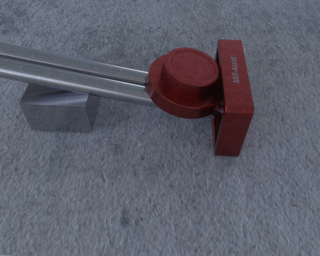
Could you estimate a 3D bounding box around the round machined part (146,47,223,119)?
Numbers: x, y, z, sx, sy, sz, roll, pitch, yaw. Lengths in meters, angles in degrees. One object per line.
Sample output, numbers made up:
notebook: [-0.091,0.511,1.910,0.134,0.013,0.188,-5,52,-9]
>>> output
round machined part: [0.035,-0.062,0.383,0.099,0.042,0.098,7,52,-9]

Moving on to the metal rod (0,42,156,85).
metal rod: [-0.064,-0.070,0.404,0.302,0.025,0.025,10,50,-9]

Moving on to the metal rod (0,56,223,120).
metal rod: [-0.066,-0.050,0.387,0.302,0.025,0.025,10,50,-8]

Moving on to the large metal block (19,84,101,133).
large metal block: [-0.128,-0.042,0.417,0.080,0.050,0.080,3,50,2]

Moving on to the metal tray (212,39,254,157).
metal tray: [0.087,-0.040,0.396,0.030,0.089,0.130,3,50,2]
